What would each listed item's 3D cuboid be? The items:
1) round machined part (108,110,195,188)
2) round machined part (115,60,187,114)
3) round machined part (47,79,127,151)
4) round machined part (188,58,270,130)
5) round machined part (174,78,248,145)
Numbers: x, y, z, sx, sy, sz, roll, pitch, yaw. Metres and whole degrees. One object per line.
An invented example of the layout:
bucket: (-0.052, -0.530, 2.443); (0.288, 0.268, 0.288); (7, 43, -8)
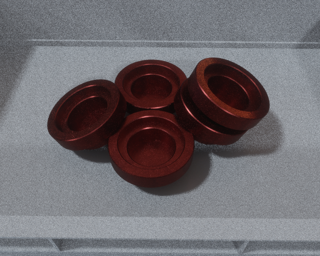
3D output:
round machined part: (-0.010, 0.028, 0.367); (0.099, 0.042, 0.098); (0, 50, 0)
round machined part: (-0.012, -0.048, 0.432); (0.099, 0.042, 0.098); (0, 50, 0)
round machined part: (-0.086, -0.012, 0.388); (0.098, 0.042, 0.098); (-13, 48, 16)
round machined part: (0.077, -0.036, 0.372); (0.099, 0.042, 0.098); (15, 48, -17)
round machined part: (0.062, -0.018, 0.393); (0.099, 0.042, 0.098); (15, 47, -17)
